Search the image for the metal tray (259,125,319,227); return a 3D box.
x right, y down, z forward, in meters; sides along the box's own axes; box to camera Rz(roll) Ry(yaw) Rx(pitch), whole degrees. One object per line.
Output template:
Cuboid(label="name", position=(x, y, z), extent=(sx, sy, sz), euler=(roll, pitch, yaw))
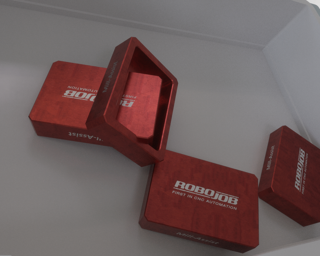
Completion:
Cuboid(label="metal tray", position=(0.203, 0.069, 0.470), extent=(0.090, 0.030, 0.130), euler=(34, 51, -6))

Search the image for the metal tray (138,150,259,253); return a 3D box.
Cuboid(label="metal tray", position=(0.049, 0.084, 0.363), extent=(0.131, 0.030, 0.090), euler=(16, 54, -7))

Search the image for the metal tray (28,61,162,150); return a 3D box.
Cuboid(label="metal tray", position=(-0.068, -0.027, 0.355), extent=(0.131, 0.030, 0.090), euler=(9, 55, -1))

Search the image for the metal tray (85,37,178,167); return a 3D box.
Cuboid(label="metal tray", position=(-0.025, -0.032, 0.362), extent=(0.090, 0.030, 0.130), euler=(40, 46, -33))
